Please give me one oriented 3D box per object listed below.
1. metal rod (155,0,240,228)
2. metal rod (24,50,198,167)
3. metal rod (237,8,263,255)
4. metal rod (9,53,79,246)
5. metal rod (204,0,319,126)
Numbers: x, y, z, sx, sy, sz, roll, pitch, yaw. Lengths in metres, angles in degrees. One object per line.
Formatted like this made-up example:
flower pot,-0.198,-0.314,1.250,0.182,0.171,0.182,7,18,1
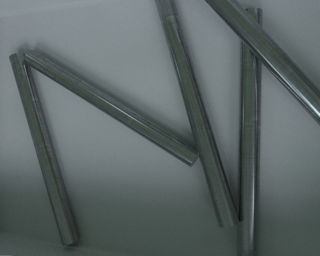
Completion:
metal rod,0.044,-0.029,0.387,0.025,0.025,0.299,-18,81,19
metal rod,-0.077,-0.035,0.437,0.300,0.025,0.025,31,100,17
metal rod,0.108,0.010,0.372,0.025,0.025,0.298,1,90,20
metal rod,-0.178,0.028,0.473,0.025,0.025,0.299,-21,83,19
metal rod,0.151,-0.048,0.338,0.025,0.025,0.300,-42,84,15
